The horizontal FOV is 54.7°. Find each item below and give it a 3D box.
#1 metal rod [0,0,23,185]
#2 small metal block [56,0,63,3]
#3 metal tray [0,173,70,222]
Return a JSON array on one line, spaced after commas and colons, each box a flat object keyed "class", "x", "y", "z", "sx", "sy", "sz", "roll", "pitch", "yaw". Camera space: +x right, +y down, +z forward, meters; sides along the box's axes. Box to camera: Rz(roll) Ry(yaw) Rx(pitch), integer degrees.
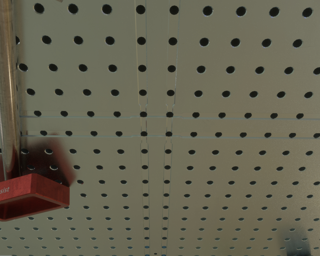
[{"class": "metal rod", "x": -0.188, "y": -0.031, "z": 0.383, "sx": 0.025, "sy": 0.025, "sz": 0.298, "roll": 11, "pitch": 129, "yaw": -9}, {"class": "small metal block", "x": -0.106, "y": -0.152, "z": 0.281, "sx": 0.050, "sy": 0.025, "sz": 0.050, "roll": 19, "pitch": 128, "yaw": -16}, {"class": "metal tray", "x": -0.220, "y": 0.111, "z": 0.479, "sx": 0.130, "sy": 0.030, "sz": 0.090, "roll": -16, "pitch": 151, "yaw": 13}]
